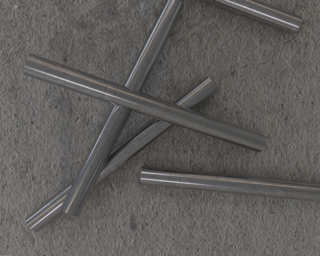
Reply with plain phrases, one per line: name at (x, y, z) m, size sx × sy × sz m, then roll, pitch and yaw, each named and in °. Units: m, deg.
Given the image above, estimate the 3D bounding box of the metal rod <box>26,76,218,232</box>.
metal rod at (-0.049, 0.034, 0.409) m, size 0.300 × 0.025 × 0.025 m, roll -38°, pitch 90°, yaw 0°

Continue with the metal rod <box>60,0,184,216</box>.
metal rod at (-0.045, -0.032, 0.394) m, size 0.025 × 0.025 × 0.299 m, roll 26°, pitch 84°, yaw 0°

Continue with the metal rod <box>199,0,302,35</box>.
metal rod at (0.040, -0.188, 0.409) m, size 0.301 × 0.025 × 0.025 m, roll 20°, pitch 90°, yaw 0°

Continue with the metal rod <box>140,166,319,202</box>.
metal rod at (0.126, 0.077, 0.410) m, size 0.302 × 0.025 × 0.025 m, roll 6°, pitch 90°, yaw 0°

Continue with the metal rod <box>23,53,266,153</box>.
metal rod at (-0.006, -0.025, 0.377) m, size 0.302 × 0.025 × 0.025 m, roll 18°, pitch 90°, yaw -13°
